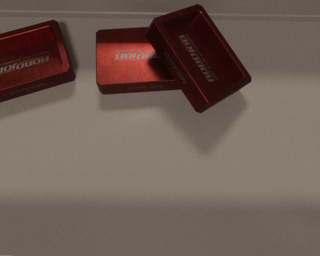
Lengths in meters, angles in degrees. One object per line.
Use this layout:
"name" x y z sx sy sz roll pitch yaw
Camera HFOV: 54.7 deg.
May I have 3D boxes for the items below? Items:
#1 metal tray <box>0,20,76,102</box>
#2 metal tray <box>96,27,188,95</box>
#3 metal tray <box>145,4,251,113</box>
"metal tray" -0.196 -0.094 0.438 0.131 0.030 0.090 -18 71 -7
"metal tray" -0.023 -0.098 0.443 0.131 0.030 0.090 -4 70 -2
"metal tray" 0.052 -0.095 0.412 0.091 0.030 0.130 -31 85 -32
